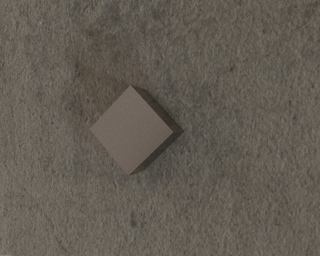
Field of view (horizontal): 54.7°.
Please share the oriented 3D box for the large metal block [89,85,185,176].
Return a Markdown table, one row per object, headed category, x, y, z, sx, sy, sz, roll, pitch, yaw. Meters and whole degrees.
| category | x | y | z | sx | sy | sz | roll | pitch | yaw |
| --- | --- | --- | --- | --- | --- | --- | --- | --- | --- |
| large metal block | -0.029 | 0.003 | 0.405 | 0.080 | 0.050 | 0.080 | -45 | 77 | 14 |
